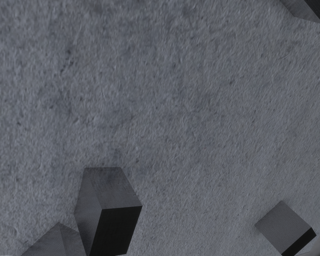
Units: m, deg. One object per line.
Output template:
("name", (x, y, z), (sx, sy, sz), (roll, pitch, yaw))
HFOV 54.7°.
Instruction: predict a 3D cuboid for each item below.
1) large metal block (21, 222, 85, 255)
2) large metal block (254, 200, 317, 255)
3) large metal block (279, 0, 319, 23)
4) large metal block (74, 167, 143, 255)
("large metal block", (-0.140, 0.190, 0.413), (0.080, 0.080, 0.050), (-42, 130, 0))
("large metal block", (0.263, 0.215, 0.652), (0.080, 0.080, 0.050), (-42, 130, 1))
("large metal block", (0.190, -0.188, 0.380), (0.080, 0.050, 0.080), (23, 106, -37))
("large metal block", (-0.071, 0.107, 0.400), (0.050, 0.080, 0.079), (4, 117, -31))
